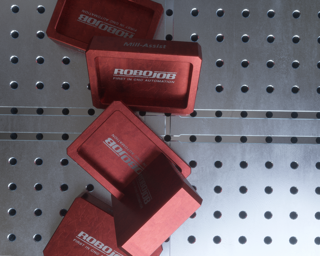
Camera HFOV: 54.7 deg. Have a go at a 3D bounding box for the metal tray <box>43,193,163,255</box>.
[{"bbox_3d":[-0.073,0.157,0.410,0.130,0.030,0.090,31,90,-1],"label":"metal tray"}]

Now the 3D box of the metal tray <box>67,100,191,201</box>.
[{"bbox_3d":[-0.037,0.039,0.388,0.130,0.030,0.090,44,90,-9],"label":"metal tray"}]

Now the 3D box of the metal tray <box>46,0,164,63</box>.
[{"bbox_3d":[-0.070,-0.137,0.409,0.131,0.030,0.090,20,90,-1],"label":"metal tray"}]

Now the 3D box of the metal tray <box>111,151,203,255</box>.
[{"bbox_3d":[-0.011,0.081,0.359,0.090,0.130,0.030,-44,107,0],"label":"metal tray"}]

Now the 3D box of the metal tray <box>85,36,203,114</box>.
[{"bbox_3d":[-0.019,-0.063,0.383,0.131,0.089,0.030,3,46,-1],"label":"metal tray"}]
